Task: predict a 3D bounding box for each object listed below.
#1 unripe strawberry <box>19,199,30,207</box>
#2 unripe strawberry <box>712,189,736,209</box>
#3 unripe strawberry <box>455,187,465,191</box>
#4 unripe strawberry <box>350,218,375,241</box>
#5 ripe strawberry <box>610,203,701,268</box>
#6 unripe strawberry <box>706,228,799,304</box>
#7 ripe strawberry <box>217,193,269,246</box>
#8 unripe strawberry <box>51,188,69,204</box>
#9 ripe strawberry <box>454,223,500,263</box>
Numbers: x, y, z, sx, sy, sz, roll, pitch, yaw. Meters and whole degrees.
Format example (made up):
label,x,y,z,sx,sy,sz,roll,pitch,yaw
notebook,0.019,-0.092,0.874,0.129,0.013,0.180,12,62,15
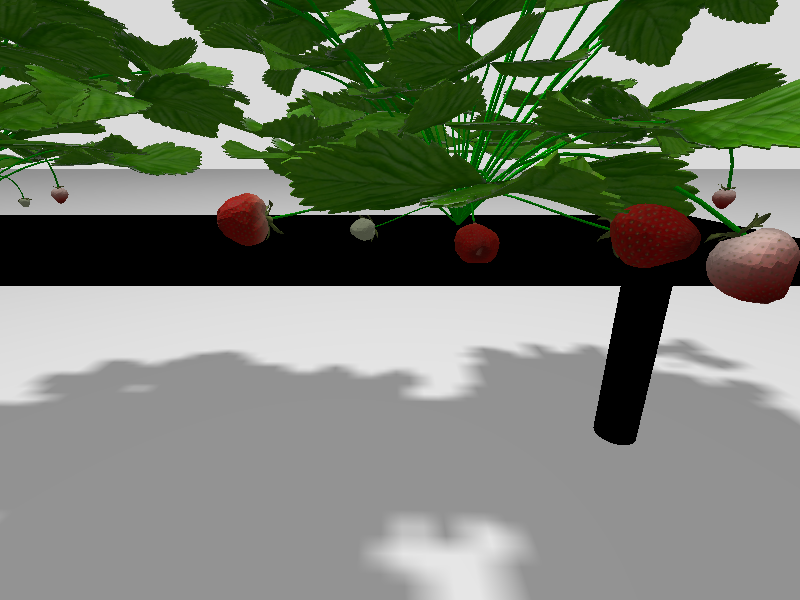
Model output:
label,x,y,z,sx,sy,sz,roll,pitch,yaw
unripe strawberry,-0.417,-0.108,0.446,0.009,0.010,0.010,-3,20,-9
unripe strawberry,0.298,-0.093,0.369,0.015,0.018,0.018,-2,20,-6
unripe strawberry,0.083,-0.140,0.531,0.021,0.018,0.021,3,-12,9
unripe strawberry,-0.026,-0.048,0.276,0.016,0.016,0.017,-19,27,-41
ripe strawberry,0.129,-0.032,0.202,0.038,0.033,0.038,-10,22,-26
unripe strawberry,0.147,-0.013,0.166,0.028,0.030,0.030,-10,-12,-25
ripe strawberry,-0.102,-0.052,0.261,0.032,0.033,0.029,-11,23,-28
unripe strawberry,-0.442,-0.135,0.520,0.018,0.019,0.019,-4,20,-12
ripe strawberry,0.041,-0.029,0.213,0.024,0.021,0.024,1,25,4
